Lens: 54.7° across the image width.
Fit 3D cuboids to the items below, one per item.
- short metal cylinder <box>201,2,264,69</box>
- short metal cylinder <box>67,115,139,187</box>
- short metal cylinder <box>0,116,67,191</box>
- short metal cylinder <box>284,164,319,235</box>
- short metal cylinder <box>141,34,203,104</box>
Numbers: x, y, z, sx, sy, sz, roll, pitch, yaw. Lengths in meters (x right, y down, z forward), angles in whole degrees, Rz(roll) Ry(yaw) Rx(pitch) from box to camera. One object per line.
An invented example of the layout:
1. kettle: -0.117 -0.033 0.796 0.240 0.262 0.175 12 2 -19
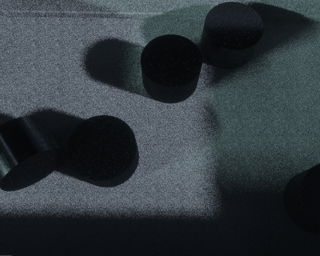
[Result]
1. short metal cylinder: 0.101 -0.132 0.446 0.081 0.050 0.080 0 70 0
2. short metal cylinder: -0.068 0.030 0.385 0.081 0.050 0.080 0 70 0
3. short metal cylinder: -0.161 0.030 0.367 0.080 0.080 0.050 -35 74 -12
4. short metal cylinder: 0.197 0.085 0.368 0.081 0.050 0.080 0 70 0
5. short metal cylinder: 0.015 -0.080 0.426 0.081 0.050 0.080 0 70 0
